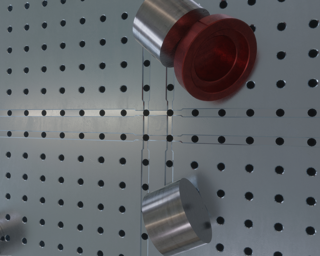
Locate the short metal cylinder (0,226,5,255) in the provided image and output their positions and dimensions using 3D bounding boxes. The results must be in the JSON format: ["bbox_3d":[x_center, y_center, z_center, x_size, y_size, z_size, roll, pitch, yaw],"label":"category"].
[{"bbox_3d":[-0.305,0.192,0.507,0.080,0.050,0.079,0,90,20],"label":"short metal cylinder"}]

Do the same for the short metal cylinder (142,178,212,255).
[{"bbox_3d":[0.022,0.107,0.376,0.050,0.080,0.080,-27,81,18],"label":"short metal cylinder"}]

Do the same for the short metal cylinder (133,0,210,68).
[{"bbox_3d":[0.015,-0.121,0.375,0.050,0.080,0.080,46,104,22],"label":"short metal cylinder"}]

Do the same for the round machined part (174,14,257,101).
[{"bbox_3d":[0.060,-0.084,0.363,0.098,0.098,0.042,-53,40,12],"label":"round machined part"}]
